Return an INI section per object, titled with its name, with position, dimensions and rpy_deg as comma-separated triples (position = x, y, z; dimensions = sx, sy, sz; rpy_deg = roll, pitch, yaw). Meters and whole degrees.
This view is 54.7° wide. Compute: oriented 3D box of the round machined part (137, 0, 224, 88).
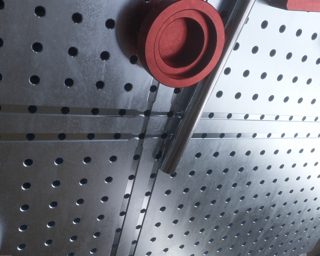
[round machined part]
position = 0.020, -0.098, 0.350
dimensions = 0.099, 0.042, 0.097
rpy_deg = -14, 124, -21

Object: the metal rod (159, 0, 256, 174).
[metal rod]
position = 0.065, -0.069, 0.403
dimensions = 0.025, 0.025, 0.298
rpy_deg = 10, 113, -33

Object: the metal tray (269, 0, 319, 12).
[metal tray]
position = 0.195, -0.214, 0.382
dimensions = 0.091, 0.030, 0.129
rpy_deg = -7, 122, -25
